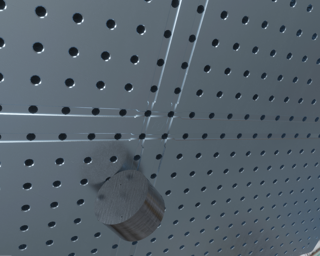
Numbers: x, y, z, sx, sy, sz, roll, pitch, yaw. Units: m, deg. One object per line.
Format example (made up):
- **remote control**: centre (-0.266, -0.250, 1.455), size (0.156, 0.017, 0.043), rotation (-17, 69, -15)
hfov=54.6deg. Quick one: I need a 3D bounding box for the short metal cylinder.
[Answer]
- **short metal cylinder**: centre (-0.040, 0.103, 0.417), size (0.080, 0.080, 0.050), rotation (-36, 129, -4)
